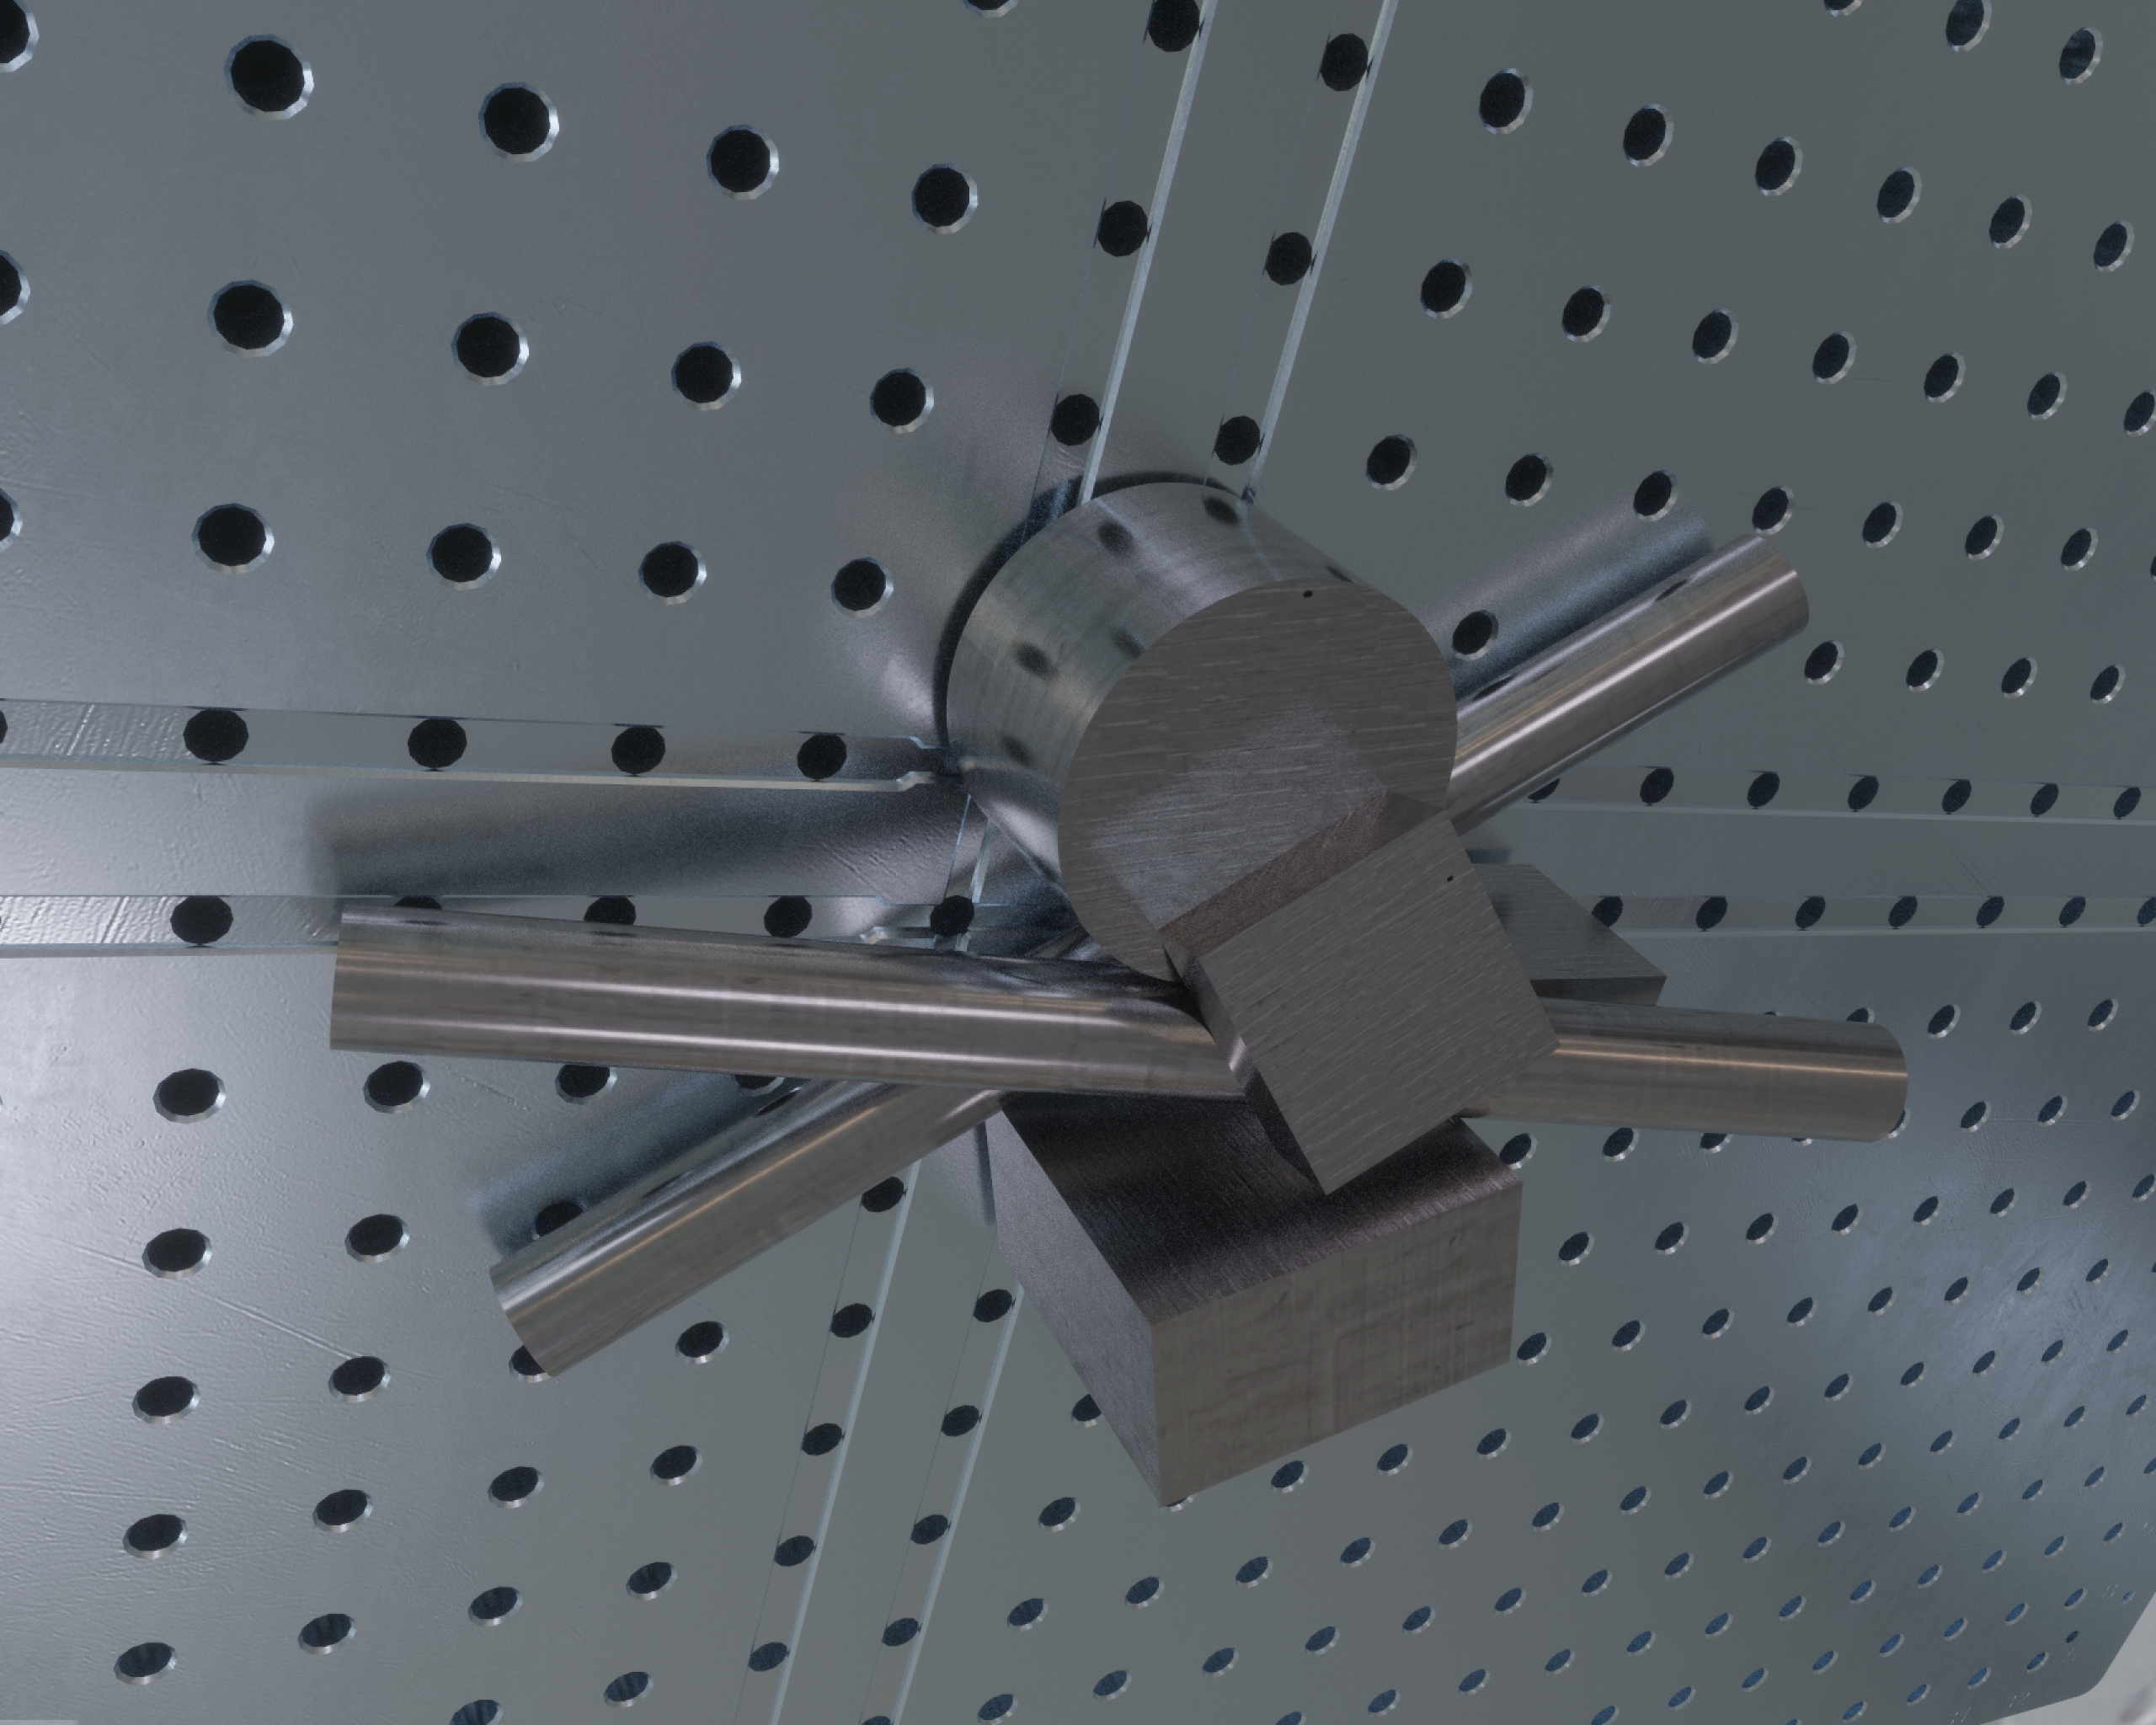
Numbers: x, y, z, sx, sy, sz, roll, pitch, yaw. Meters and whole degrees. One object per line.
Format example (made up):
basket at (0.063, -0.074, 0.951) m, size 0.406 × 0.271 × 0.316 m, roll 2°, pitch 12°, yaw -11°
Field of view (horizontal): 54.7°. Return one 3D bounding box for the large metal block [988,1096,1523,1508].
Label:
large metal block at (0.034, 0.074, 0.435) m, size 0.081 × 0.080 × 0.050 m, roll -17°, pitch 125°, yaw -19°

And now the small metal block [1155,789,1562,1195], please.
small metal block at (0.050, 0.022, 0.372) m, size 0.050 × 0.025 × 0.050 m, roll -31°, pitch 106°, yaw -8°

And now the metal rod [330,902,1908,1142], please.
metal rod at (0.020, 0.032, 0.392) m, size 0.302 × 0.025 × 0.025 m, roll 5°, pitch 117°, yaw -16°

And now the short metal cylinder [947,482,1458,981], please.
short metal cylinder at (0.022, -0.024, 0.388) m, size 0.081 × 0.050 × 0.079 m, roll -14°, pitch 123°, yaw -21°

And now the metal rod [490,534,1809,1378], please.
metal rod at (0.021, 0.014, 0.428) m, size 0.301 × 0.025 × 0.025 m, roll -30°, pitch 129°, yaw -9°

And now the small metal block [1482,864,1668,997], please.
small metal block at (0.089, 0.023, 0.454) m, size 0.050 × 0.050 × 0.025 m, roll 0°, pitch 118°, yaw -28°
